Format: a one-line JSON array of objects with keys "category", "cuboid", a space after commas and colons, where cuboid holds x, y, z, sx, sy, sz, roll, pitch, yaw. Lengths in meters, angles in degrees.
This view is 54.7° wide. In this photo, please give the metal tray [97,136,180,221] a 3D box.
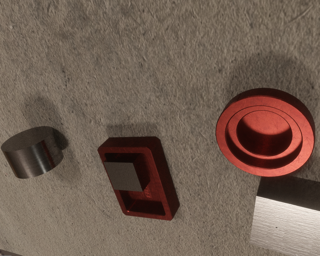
[{"category": "metal tray", "cuboid": [-0.030, 0.076, 0.464, 0.090, 0.030, 0.129, -2, 118, 29]}]

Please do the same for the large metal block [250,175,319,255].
[{"category": "large metal block", "cuboid": [0.157, 0.105, 0.373, 0.080, 0.050, 0.079, 10, 123, 22]}]

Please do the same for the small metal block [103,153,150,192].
[{"category": "small metal block", "cuboid": [-0.048, 0.064, 0.453, 0.050, 0.025, 0.050, -2, 118, 28]}]

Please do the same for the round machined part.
[{"category": "round machined part", "cuboid": [0.114, 0.001, 0.336, 0.098, 0.042, 0.097, 13, 124, 20]}]

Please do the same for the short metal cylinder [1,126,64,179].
[{"category": "short metal cylinder", "cuboid": [-0.204, 0.038, 0.499, 0.080, 0.080, 0.050, 0, 118, 28]}]
